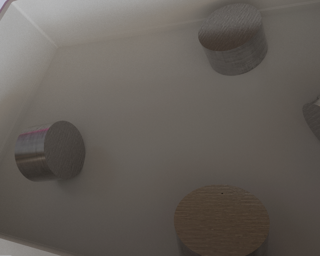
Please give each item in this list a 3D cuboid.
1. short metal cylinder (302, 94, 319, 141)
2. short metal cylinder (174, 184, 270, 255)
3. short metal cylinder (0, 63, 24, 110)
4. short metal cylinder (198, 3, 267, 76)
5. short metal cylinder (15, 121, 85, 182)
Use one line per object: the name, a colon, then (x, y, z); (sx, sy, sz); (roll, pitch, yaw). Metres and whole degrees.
short metal cylinder: (0.179, -0.006, 0.280); (0.050, 0.080, 0.080); (-37, 51, 4)
short metal cylinder: (0.055, 0.097, 0.280); (0.080, 0.050, 0.080); (-6, 33, 4)
short metal cylinder: (-0.320, -0.082, 0.611); (0.080, 0.050, 0.080); (-13, 56, 21)
short metal cylinder: (0.097, -0.116, 0.410); (0.080, 0.050, 0.080); (-13, 56, 21)
short metal cylinder: (-0.150, 0.033, 0.429); (0.050, 0.080, 0.080); (-9, 58, 24)
